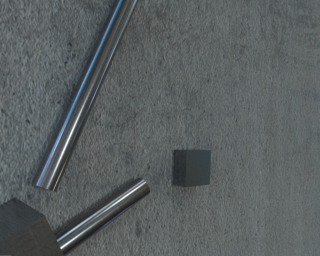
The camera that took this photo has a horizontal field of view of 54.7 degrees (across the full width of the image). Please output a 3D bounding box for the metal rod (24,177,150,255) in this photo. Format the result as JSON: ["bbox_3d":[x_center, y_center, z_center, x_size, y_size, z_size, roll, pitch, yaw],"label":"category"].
[{"bbox_3d":[-0.127,0.135,0.299,0.302,0.025,0.025,-30,109,-36],"label":"metal rod"}]

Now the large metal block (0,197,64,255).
[{"bbox_3d":[-0.137,0.107,0.255,0.081,0.080,0.050,-30,109,-36],"label":"large metal block"}]

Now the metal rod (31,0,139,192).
[{"bbox_3d":[-0.067,-0.076,0.349,0.025,0.025,0.299,32,70,-36],"label":"metal rod"}]

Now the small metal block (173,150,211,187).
[{"bbox_3d":[0.047,0.057,0.446,0.050,0.025,0.050,3,88,-40],"label":"small metal block"}]
